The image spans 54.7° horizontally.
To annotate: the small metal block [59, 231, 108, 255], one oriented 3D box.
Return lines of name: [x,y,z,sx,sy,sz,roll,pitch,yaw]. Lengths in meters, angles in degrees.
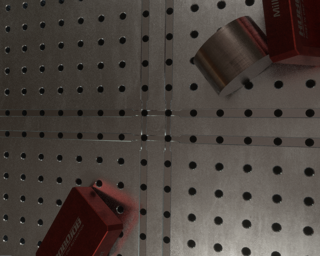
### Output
small metal block: [-0.112,0.189,0.451,0.050,0.025,0.050,47,104,14]

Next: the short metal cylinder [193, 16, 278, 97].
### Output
short metal cylinder: [0.086,-0.079,0.353,0.080,0.080,0.050,-37,78,16]

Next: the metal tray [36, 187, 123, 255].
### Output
metal tray: [-0.117,0.160,0.435,0.090,0.030,0.129,38,102,34]

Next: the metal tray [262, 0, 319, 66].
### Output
metal tray: [0.149,-0.134,0.325,0.030,0.091,0.129,-9,86,57]
